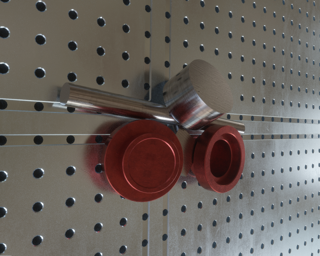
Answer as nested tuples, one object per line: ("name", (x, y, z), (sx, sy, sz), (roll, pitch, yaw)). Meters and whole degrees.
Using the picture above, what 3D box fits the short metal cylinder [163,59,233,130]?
("short metal cylinder", (0.051, -0.043, 0.412), (0.080, 0.050, 0.080), (24, 50, -31))

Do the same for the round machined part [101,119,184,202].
("round machined part", (-0.016, 0.039, 0.363), (0.099, 0.042, 0.097), (0, 91, -22))

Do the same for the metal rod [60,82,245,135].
("metal rod", (0.016, -0.017, 0.418), (0.302, 0.025, 0.025), (9, 84, -40))

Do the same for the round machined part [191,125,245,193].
("round machined part", (0.081, 0.044, 0.459), (0.099, 0.042, 0.097), (-3, 95, -43))

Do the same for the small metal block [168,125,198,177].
("small metal block", (0.024, 0.031, 0.424), (0.050, 0.025, 0.050), (44, 64, -31))
